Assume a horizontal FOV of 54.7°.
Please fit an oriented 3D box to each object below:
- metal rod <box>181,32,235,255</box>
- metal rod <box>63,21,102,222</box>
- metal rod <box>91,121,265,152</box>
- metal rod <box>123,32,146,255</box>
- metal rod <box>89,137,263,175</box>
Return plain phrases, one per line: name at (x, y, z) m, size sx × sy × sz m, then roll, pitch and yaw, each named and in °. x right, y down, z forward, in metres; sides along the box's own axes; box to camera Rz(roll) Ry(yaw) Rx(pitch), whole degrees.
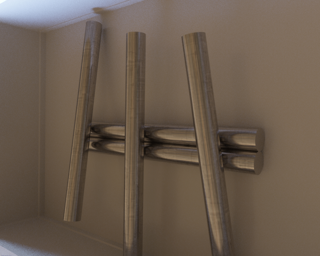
metal rod at (0.056, 0.052, 0.328) m, size 0.025 × 0.025 × 0.298 m, roll -5°, pitch 95°, yaw 39°
metal rod at (-0.115, -0.015, 0.466) m, size 0.025 × 0.025 × 0.298 m, roll -1°, pitch 81°, yaw 39°
metal rod at (-0.013, 0.006, 0.414) m, size 0.300 × 0.025 × 0.025 m, roll 3°, pitch 92°, yaw 39°
metal rod at (-0.033, 0.029, 0.398) m, size 0.025 × 0.025 × 0.298 m, roll 2°, pitch 91°, yaw 39°
metal rod at (-0.014, 0.031, 0.415) m, size 0.300 × 0.025 × 0.025 m, roll 3°, pitch 92°, yaw 39°
